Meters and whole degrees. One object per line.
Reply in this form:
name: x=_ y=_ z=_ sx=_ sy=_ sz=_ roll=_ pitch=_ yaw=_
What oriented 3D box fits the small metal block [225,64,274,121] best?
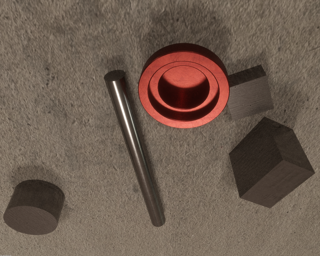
small metal block: x=0.105 y=-0.042 z=0.373 sx=0.050 sy=0.025 sz=0.050 roll=-18 pitch=128 yaw=14

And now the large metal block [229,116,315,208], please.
large metal block: x=0.143 y=0.046 z=0.413 sx=0.050 sy=0.080 sz=0.080 roll=22 pitch=127 yaw=-18

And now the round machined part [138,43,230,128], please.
round machined part: x=0.027 y=-0.050 z=0.349 sx=0.099 sy=0.042 sz=0.097 roll=3 pitch=129 yaw=4

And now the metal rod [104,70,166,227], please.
metal rod: x=-0.027 y=0.052 z=0.450 sx=0.025 sy=0.025 sz=0.298 roll=-8 pitch=130 yaw=6

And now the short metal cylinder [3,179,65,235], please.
short metal cylinder: x=-0.200 y=0.128 z=0.497 sx=0.081 sy=0.050 sz=0.079 roll=0 pitch=130 yaw=0
